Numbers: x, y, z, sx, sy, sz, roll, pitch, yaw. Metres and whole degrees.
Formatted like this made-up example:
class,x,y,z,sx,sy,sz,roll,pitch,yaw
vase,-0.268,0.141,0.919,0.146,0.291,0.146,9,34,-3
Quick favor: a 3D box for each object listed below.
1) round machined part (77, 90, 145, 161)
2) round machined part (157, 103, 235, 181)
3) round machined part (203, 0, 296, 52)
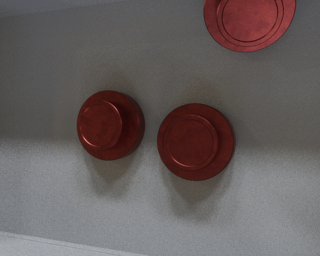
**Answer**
class,x,y,z,sx,sy,sz,roll,pitch,yaw
round machined part,-0.074,-0.003,0.428,0.098,0.042,0.097,0,90,20
round machined part,0.042,0.018,0.387,0.098,0.042,0.097,0,90,20
round machined part,0.097,-0.129,0.341,0.098,0.042,0.097,6,127,8
